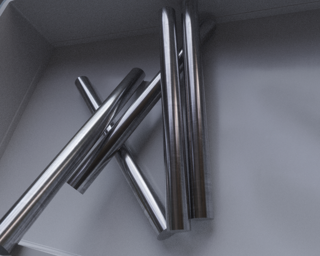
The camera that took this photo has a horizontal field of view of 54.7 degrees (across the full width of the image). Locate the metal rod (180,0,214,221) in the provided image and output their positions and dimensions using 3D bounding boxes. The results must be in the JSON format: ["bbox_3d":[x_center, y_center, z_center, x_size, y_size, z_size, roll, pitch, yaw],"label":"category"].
[{"bbox_3d":[0.043,-0.041,0.384,0.025,0.025,0.299,-11,64,22],"label":"metal rod"}]

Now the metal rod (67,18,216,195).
[{"bbox_3d":[-0.014,-0.041,0.415,0.025,0.025,0.300,24,68,36],"label":"metal rod"}]

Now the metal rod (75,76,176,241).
[{"bbox_3d":[-0.061,0.018,0.424,0.025,0.025,0.300,-38,51,2],"label":"metal rod"}]

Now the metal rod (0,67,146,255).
[{"bbox_3d":[-0.085,0.009,0.365,0.025,0.025,0.301,-2,36,27],"label":"metal rod"}]

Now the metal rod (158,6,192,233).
[{"bbox_3d":[0.015,-0.030,0.378,0.025,0.025,0.299,-13,62,21],"label":"metal rod"}]
